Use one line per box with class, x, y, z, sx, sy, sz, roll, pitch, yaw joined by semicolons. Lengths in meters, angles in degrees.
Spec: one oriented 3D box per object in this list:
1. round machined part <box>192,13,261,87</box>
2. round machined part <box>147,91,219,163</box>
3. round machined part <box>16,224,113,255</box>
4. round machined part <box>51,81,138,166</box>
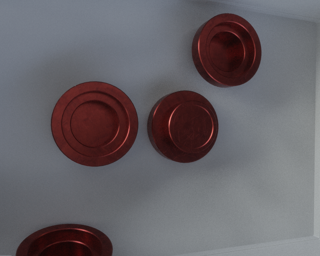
round machined part;0.088;-0.105;0.434;0.099;0.042;0.097;0;90;-20
round machined part;0.036;-0.002;0.415;0.099;0.042;0.097;0;90;-20
round machined part;-0.103;0.149;0.336;0.099;0.098;0.042;2;103;-20
round machined part;-0.079;-0.005;0.372;0.099;0.042;0.097;0;90;-20
